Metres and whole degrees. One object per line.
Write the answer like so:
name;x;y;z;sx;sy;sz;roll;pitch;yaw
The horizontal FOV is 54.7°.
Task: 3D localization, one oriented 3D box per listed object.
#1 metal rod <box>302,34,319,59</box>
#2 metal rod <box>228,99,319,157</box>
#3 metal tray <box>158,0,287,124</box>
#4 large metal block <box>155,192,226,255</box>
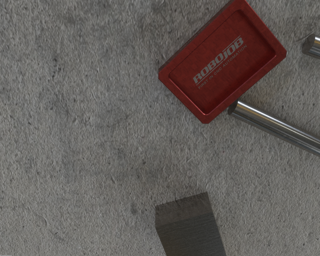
metal rod;0.323;-0.058;0.392;0.302;0.025;0.025;17;109;-7
metal rod;0.231;0.032;0.424;0.302;0.025;0.025;24;108;-9
metal tray;0.073;-0.079;0.378;0.130;0.030;0.090;-42;105;13
large metal block;0.044;0.150;0.452;0.080;0.050;0.080;-17;110;5
